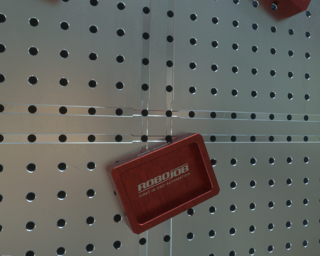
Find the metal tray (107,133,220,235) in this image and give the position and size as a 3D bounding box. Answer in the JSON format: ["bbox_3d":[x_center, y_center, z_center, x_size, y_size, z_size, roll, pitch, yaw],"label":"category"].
[{"bbox_3d":[0.007,0.069,0.412,0.131,0.030,0.090,-21,97,-19],"label":"metal tray"}]

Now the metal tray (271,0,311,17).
[{"bbox_3d":[0.212,-0.255,0.487,0.090,0.030,0.130,32,80,-17],"label":"metal tray"}]
